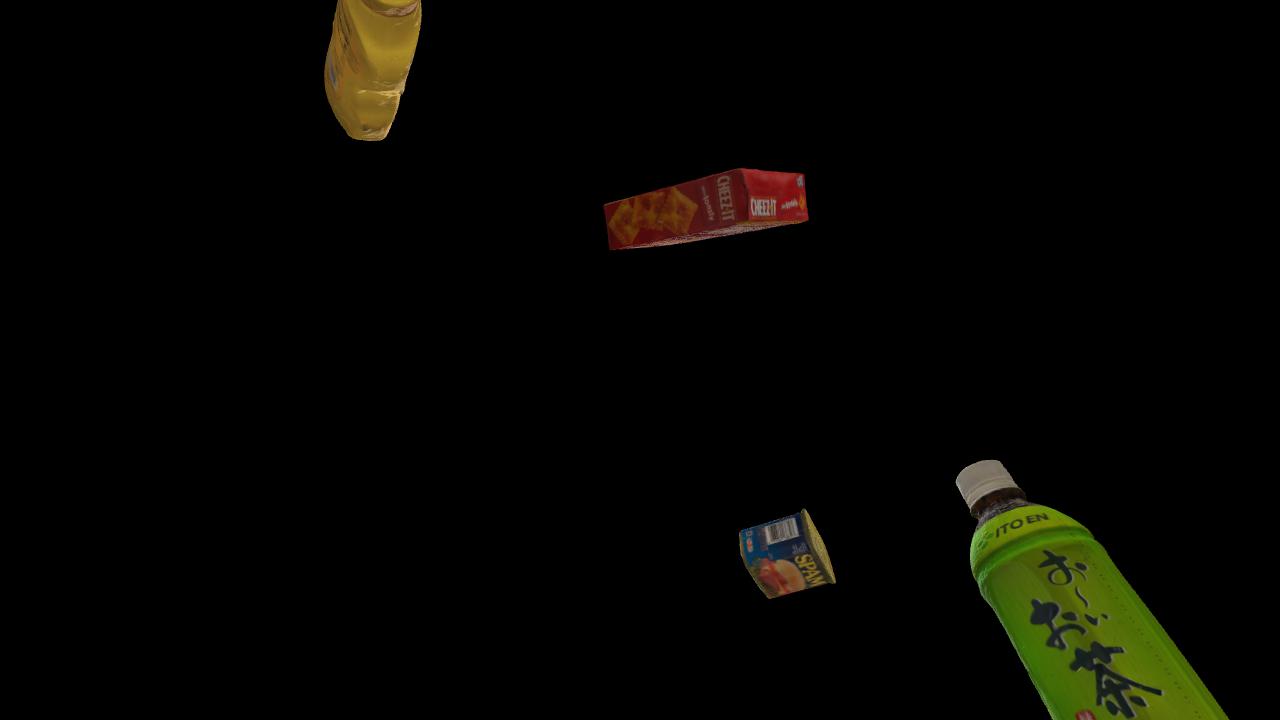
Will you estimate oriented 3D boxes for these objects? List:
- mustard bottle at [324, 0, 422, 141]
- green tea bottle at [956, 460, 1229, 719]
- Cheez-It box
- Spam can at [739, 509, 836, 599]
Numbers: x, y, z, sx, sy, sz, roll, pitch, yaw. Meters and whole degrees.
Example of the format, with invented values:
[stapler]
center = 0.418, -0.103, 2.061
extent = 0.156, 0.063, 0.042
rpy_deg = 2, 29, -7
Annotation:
[mustard bottle]
center = -0.198, -0.241, 0.456
extent = 0.054, 0.092, 0.184
rpy_deg = -3, -5, -31
[green tea bottle]
center = 0.231, 0.144, 0.321
extent = 0.073, 0.073, 0.212
rpy_deg = 0, 41, -6
[Cheez-It box]
center = 0.087, -0.198, 0.822
extent = 0.223, 0.071, 0.166
rpy_deg = -2, 11, 40
[Spam can]
center = 0.175, 0.233, 0.734
extent = 0.085, 0.101, 0.058
rpy_deg = -22, 34, 16
